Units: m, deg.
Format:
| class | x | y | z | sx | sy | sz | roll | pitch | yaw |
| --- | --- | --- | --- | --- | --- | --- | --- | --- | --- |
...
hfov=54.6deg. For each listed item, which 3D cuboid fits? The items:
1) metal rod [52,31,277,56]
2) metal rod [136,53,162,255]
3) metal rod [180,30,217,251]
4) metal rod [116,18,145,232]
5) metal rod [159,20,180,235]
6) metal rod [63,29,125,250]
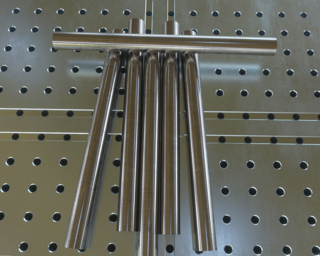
| class | x | y | z | sx | sy | sz | roll | pitch | yaw |
| --- | --- | --- | --- | --- | --- | --- | --- | --- | --- |
| metal rod | 0.006 | -0.116 | 0.428 | 0.302 | 0.025 | 0.025 | 2 | 70 | 0 |
| metal rod | -0.013 | 0.035 | 0.399 | 0.025 | 0.025 | 0.299 | 1 | 70 | 0 |
| metal rod | 0.048 | 0.002 | 0.412 | 0.025 | 0.025 | 0.299 | -2 | 70 | -1 |
| metal rod | -0.037 | -0.018 | 0.418 | 0.025 | 0.025 | 0.299 | 1 | 70 | 0 |
| metal rod | 0.014 | -0.014 | 0.418 | 0.025 | 0.025 | 0.299 | 1 | 70 | 0 |
| metal rod | -0.080 | 0.000 | 0.410 | 0.025 | 0.025 | 0.299 | 7 | 70 | 2 |
